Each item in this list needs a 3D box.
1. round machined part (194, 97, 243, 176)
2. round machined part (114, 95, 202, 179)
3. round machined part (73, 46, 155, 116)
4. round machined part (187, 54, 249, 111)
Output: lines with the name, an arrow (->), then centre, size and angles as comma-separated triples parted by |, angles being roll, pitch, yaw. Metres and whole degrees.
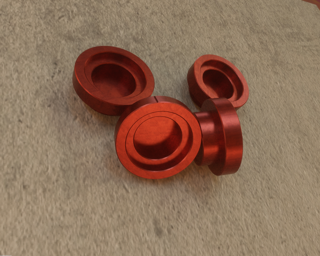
round machined part -> 0.064, 0.012, 0.390 | 0.042, 0.098, 0.098 | -7, 64, -9
round machined part -> -0.004, 0.008, 0.364 | 0.099, 0.097, 0.042 | 17, 20, -19
round machined part -> -0.060, -0.054, 0.390 | 0.099, 0.042, 0.098 | 13, 52, -16
round machined part -> 0.084, -0.062, 0.478 | 0.099, 0.042, 0.098 | 14, 56, -21
